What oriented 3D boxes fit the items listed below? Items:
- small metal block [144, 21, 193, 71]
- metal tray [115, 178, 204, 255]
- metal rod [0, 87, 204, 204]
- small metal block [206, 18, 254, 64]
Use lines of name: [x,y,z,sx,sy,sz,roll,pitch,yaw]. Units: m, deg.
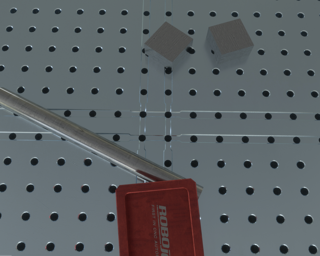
small metal block: [0.013,-0.120,0.456,0.050,0.025,0.050,37,74,12]
metal tray: [0.002,0.126,0.347,0.091,0.030,0.129,-6,79,3]
metal rod: [-0.086,0.020,0.403,0.301,0.025,0.025,26,72,8]
small metal block: [0.103,-0.129,0.460,0.050,0.025,0.050,-18,71,-7]
